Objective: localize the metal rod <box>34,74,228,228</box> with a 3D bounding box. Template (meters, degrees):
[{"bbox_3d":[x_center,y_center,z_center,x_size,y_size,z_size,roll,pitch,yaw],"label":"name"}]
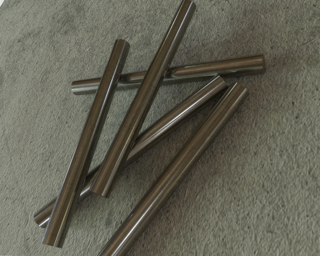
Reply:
[{"bbox_3d":[-0.039,0.032,0.404,0.300,0.025,0.025,-37,51,3],"label":"metal rod"}]

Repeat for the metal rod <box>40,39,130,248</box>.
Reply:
[{"bbox_3d":[-0.091,0.003,0.416,0.025,0.025,0.300,0,61,28],"label":"metal rod"}]

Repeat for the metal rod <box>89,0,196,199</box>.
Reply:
[{"bbox_3d":[-0.015,-0.052,0.409,0.025,0.025,0.300,11,67,33],"label":"metal rod"}]

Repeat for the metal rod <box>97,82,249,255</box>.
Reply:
[{"bbox_3d":[0.006,0.068,0.359,0.025,0.025,0.300,32,79,38],"label":"metal rod"}]

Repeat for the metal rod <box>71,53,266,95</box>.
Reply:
[{"bbox_3d":[-0.005,-0.074,0.451,0.300,0.025,0.025,-3,60,26],"label":"metal rod"}]
